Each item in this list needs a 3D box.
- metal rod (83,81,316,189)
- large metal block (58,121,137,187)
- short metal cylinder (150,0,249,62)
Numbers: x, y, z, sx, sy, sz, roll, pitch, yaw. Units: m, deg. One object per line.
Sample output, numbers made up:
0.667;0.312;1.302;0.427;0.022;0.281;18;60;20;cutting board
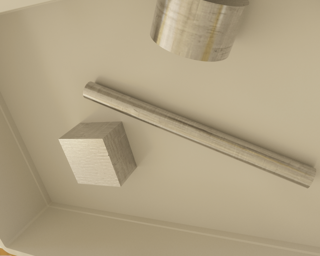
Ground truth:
0.037;0.003;0.389;0.301;0.025;0.025;22;127;14;metal rod
-0.091;0.038;0.462;0.080;0.050;0.080;-2;118;28;large metal block
0.035;-0.104;0.290;0.080;0.080;0.050;25;127;12;short metal cylinder
